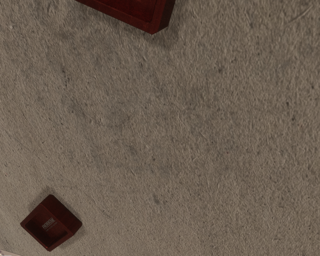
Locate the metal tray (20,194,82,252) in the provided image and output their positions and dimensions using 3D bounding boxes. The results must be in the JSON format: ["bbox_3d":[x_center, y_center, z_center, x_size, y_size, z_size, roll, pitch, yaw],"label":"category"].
[{"bbox_3d":[-0.229,0.201,0.644,0.090,0.030,0.129,46,129,-4],"label":"metal tray"}]

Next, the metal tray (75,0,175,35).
[{"bbox_3d":[-0.044,-0.166,0.322,0.130,0.030,0.089,27,128,10],"label":"metal tray"}]
